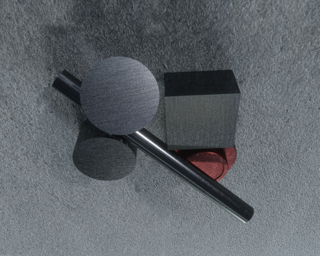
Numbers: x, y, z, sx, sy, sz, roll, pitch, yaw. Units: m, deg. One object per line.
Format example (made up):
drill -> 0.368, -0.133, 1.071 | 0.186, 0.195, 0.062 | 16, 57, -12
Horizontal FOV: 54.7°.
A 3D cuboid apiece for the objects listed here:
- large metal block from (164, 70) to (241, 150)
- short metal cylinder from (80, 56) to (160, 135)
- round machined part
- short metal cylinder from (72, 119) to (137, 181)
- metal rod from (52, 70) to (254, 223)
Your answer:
large metal block -> 0.047, -0.021, 0.372 | 0.080, 0.050, 0.079 | -3, 130, 2
short metal cylinder -> -0.045, -0.034, 0.338 | 0.081, 0.050, 0.079 | -1, 92, -14
round machined part -> 0.058, 0.044, 0.434 | 0.099, 0.042, 0.097 | 0, 130, 0
short metal cylinder -> -0.071, 0.025, 0.414 | 0.081, 0.050, 0.079 | 0, 130, 0
metal rod -> 0.000, 0.030, 0.390 | 0.301, 0.025, 0.025 | 37, 122, -12
